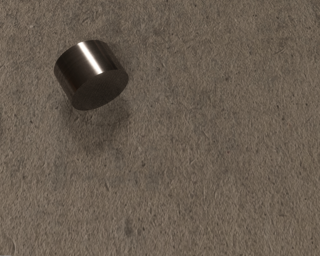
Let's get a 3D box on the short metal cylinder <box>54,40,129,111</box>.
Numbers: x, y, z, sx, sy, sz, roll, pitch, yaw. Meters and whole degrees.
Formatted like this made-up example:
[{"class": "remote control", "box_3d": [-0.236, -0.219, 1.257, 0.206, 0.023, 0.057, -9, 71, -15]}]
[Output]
[{"class": "short metal cylinder", "box_3d": [-0.088, -0.067, 0.402, 0.080, 0.080, 0.050, -30, 73, -11]}]
